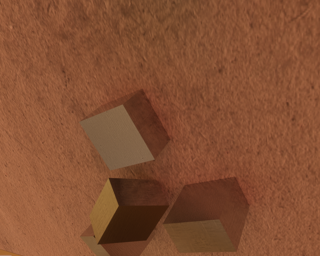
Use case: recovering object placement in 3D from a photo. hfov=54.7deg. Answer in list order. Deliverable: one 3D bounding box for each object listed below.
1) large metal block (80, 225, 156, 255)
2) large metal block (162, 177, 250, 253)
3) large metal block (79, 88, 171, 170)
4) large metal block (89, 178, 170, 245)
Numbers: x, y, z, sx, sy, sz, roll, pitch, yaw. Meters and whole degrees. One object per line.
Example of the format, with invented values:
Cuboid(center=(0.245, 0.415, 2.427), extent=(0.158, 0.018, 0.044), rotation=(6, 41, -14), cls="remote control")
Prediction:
Cuboid(center=(-0.068, 0.176, 0.509), extent=(0.050, 0.080, 0.080), rotation=(-24, 106, 49), cls="large metal block")
Cuboid(center=(0.063, 0.114, 0.408), extent=(0.080, 0.080, 0.050), rotation=(-17, 109, 34), cls="large metal block")
Cuboid(center=(-0.046, 0.004, 0.416), extent=(0.080, 0.050, 0.080), rotation=(-18, 109, 34), cls="large metal block")
Cuboid(center=(-0.046, 0.121, 0.451), extent=(0.079, 0.081, 0.050), rotation=(-61, 38, 26), cls="large metal block")
